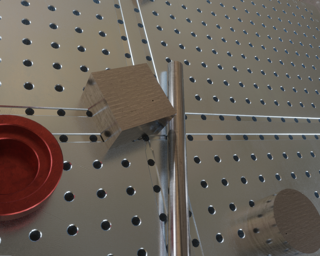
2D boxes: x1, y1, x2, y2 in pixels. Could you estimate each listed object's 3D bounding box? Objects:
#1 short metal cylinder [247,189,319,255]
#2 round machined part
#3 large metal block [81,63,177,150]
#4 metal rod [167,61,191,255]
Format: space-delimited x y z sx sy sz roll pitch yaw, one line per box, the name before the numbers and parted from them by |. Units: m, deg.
short metal cylinder | 0.163 0.126 0.406 0.081 0.050 0.080 14 56 -21
round machined part | -0.147 0.039 0.295 0.099 0.042 0.098 14 56 -21
large metal block | -0.040 -0.029 0.390 0.081 0.050 0.080 -19 72 -36
metal rod | 0.022 0.032 0.401 0.025 0.025 0.299 14 56 -21
